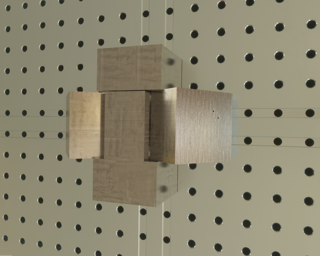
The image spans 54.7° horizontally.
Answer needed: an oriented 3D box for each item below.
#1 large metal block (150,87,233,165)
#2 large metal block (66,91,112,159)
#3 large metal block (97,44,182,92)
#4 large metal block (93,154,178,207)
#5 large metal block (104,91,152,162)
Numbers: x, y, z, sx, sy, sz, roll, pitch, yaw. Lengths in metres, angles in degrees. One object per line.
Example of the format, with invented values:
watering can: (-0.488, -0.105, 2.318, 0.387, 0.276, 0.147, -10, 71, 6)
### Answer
large metal block: (0.037, -0.002, 0.361, 0.050, 0.081, 0.079, 1, 90, 57)
large metal block: (-0.096, -0.004, 0.409, 0.050, 0.080, 0.079, 0, 91, -20)
large metal block: (-0.023, -0.068, 0.389, 0.080, 0.080, 0.050, 1, 91, 19)
large metal block: (-0.028, 0.061, 0.391, 0.080, 0.080, 0.050, 1, 91, 19)
large metal block: (-0.027, -0.002, 0.391, 0.050, 0.080, 0.079, 1, 91, 20)
